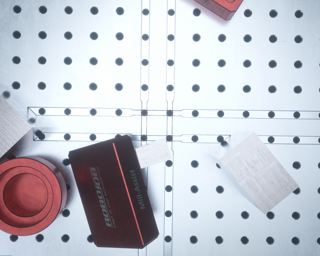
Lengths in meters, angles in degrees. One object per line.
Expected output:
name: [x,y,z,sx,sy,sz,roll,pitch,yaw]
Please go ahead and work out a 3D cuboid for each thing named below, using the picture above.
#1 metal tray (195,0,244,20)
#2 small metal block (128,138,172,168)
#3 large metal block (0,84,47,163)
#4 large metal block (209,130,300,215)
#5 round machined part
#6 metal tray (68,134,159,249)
metal tray: [0.064,-0.218,0.410,0.130,0.030,0.090,32,90,0]
small metal block: [-0.013,0.033,0.401,0.050,0.050,0.025,-18,90,0]
large metal block: [-0.211,-0.002,0.399,0.080,0.050,0.080,-44,90,0]
large metal block: [0.111,0.050,0.387,0.050,0.080,0.080,-39,90,0]
round machined part: [-0.170,0.085,0.403,0.099,0.042,0.097,0,90,0]
metal tray: [-0.060,0.081,0.385,0.090,0.030,0.129,-16,90,38]
